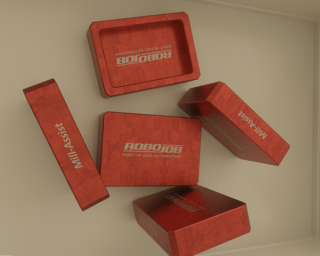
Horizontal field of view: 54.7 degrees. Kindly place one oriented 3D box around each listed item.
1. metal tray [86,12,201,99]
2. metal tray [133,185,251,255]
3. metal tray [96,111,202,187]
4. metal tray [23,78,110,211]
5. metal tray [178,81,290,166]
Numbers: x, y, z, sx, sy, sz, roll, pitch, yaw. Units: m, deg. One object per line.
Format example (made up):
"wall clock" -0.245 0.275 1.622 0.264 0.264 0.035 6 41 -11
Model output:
"metal tray" -0.019 -0.095 0.400 0.131 0.030 0.089 -14 95 -20
"metal tray" 0.030 0.101 0.364 0.091 0.130 0.030 -13 95 -20
"metal tray" -0.013 0.028 0.401 0.131 0.030 0.089 4 89 -21
"metal tray" -0.103 0.017 0.336 0.030 0.090 0.129 -26 99 -19
"metal tray" 0.095 -0.004 0.410 0.130 0.090 0.030 39 78 -16
